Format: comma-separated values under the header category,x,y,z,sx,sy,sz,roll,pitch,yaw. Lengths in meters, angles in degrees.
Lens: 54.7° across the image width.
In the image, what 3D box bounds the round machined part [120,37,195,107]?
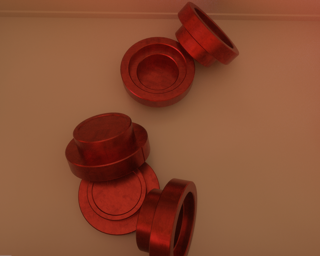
category,x,y,z,sx,sy,sz,roll,pitch,yaw
round machined part,-0.003,-0.073,0.427,0.099,0.042,0.098,0,70,0

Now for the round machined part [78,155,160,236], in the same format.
category,x,y,z,sx,sy,sz,roll,pitch,yaw
round machined part,-0.049,0.078,0.372,0.099,0.042,0.098,0,70,0

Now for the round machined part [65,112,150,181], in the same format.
category,x,y,z,sx,sy,sz,roll,pitch,yaw
round machined part,-0.063,0.015,0.366,0.099,0.042,0.098,-7,29,4

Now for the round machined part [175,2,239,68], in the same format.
category,x,y,z,sx,sy,sz,roll,pitch,yaw
round machined part,0.060,-0.122,0.426,0.042,0.099,0.098,-43,71,26

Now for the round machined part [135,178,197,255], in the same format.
category,x,y,z,sx,sy,sz,roll,pitch,yaw
round machined part,0.007,0.103,0.336,0.042,0.098,0.098,7,69,20
